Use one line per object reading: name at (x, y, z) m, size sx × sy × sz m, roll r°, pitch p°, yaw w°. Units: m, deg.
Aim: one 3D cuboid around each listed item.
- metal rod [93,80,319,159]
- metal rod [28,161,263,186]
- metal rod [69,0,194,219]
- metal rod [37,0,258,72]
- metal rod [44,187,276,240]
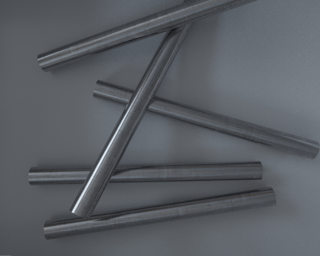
metal rod at (0.061, -0.011, 0.412) m, size 0.302 × 0.025 × 0.025 m, roll 16°, pitch 90°, yaw -1°
metal rod at (-0.018, 0.060, 0.411) m, size 0.302 × 0.025 × 0.025 m, roll -1°, pitch 90°, yaw -1°
metal rod at (-0.025, -0.032, 0.384) m, size 0.025 × 0.025 × 0.299 m, roll 27°, pitch 79°, yaw -1°
metal rod at (-0.012, -0.127, 0.386) m, size 0.301 × 0.025 × 0.025 m, roll -16°, pitch 90°, yaw 9°
metal rod at (0.001, 0.113, 0.411) m, size 0.302 × 0.025 × 0.025 m, roll -8°, pitch 90°, yaw -1°
